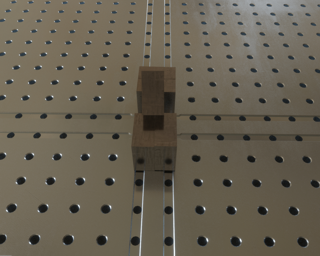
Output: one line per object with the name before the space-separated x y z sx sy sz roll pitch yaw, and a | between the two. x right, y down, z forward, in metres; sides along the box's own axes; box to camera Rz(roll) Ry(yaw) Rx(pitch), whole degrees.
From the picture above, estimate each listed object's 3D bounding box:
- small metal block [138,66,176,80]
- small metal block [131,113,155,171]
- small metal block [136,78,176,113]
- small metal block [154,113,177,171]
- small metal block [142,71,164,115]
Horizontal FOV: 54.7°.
small metal block | -0.004 -0.060 0.441 0.050 0.050 0.025 2 50 1
small metal block | -0.019 0.017 0.376 0.025 0.050 0.050 1 50 1
small metal block | -0.005 -0.040 0.424 0.050 0.050 0.025 2 50 1
small metal block | 0.007 0.017 0.376 0.025 0.050 0.050 1 50 1
small metal block | -0.008 -0.043 0.373 0.025 0.050 0.050 0 8 1
